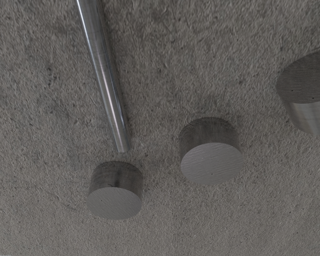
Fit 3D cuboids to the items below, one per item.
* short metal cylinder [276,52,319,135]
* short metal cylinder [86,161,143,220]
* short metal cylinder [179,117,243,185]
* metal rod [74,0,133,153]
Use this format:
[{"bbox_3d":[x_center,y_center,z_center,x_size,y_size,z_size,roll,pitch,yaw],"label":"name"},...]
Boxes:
[{"bbox_3d":[0.177,-0.039,0.339,0.080,0.080,0.050,-26,125,20],"label":"short metal cylinder"},{"bbox_3d":[-0.067,0.096,0.472,0.081,0.050,0.079,0,130,0],"label":"short metal cylinder"},{"bbox_3d":[0.067,0.032,0.418,0.081,0.050,0.079,0,130,0],"label":"short metal cylinder"},{"bbox_3d":[-0.066,-0.088,0.331,0.025,0.025,0.298,-5,130,4],"label":"metal rod"}]
